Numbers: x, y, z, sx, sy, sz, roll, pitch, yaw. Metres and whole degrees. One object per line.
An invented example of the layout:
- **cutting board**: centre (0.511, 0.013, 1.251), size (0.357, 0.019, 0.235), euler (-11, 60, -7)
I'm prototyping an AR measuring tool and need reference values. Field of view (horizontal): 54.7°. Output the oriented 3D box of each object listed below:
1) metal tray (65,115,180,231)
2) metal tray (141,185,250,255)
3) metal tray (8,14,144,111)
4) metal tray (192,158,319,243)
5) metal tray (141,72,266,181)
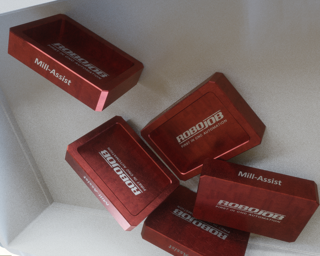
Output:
- **metal tray**: centre (-0.049, 0.056, 0.408), size (0.130, 0.091, 0.030), euler (47, 145, 9)
- **metal tray**: centre (0.052, 0.137, 0.423), size (0.130, 0.090, 0.030), euler (24, 129, 13)
- **metal tray**: centre (-0.096, -0.082, 0.366), size (0.130, 0.090, 0.030), euler (33, 129, 6)
- **metal tray**: centre (0.111, 0.090, 0.380), size (0.131, 0.030, 0.089), euler (12, 133, 9)
- **metal tray**: centre (0.049, 0.004, 0.381), size (0.090, 0.030, 0.130), euler (49, 129, -7)
